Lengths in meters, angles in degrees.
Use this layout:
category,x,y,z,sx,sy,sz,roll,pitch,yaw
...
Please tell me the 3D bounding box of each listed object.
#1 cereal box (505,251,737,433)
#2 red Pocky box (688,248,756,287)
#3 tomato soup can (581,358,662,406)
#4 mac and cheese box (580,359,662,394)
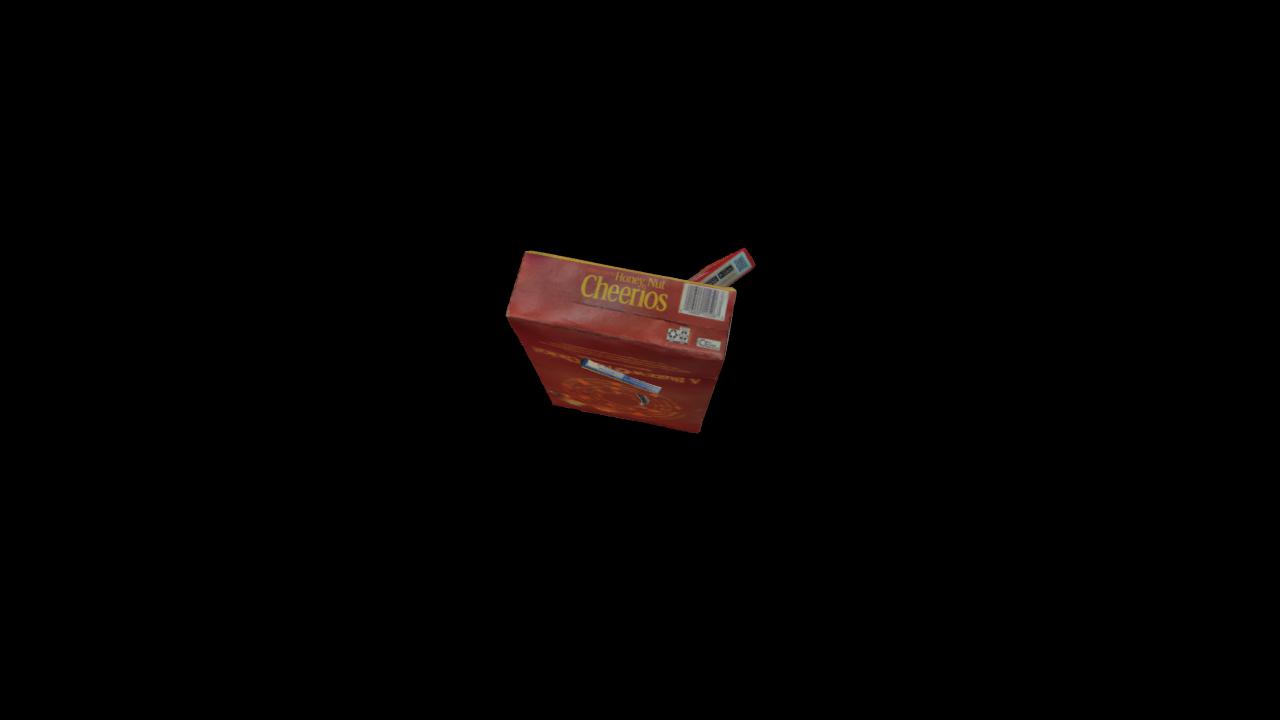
category,x,y,z,sx,sy,sz,roll,pitch,yaw
cereal box,-0.015,-0.002,0.688,0.203,0.081,0.306,11,-18,5
red Pocky box,0.048,-0.066,0.669,0.155,0.028,0.083,-37,8,-26
tomato soup can,0.019,-0.005,0.698,0.101,0.068,0.068,-41,8,-9
mac and cheese box,-0.031,-0.041,0.680,0.093,0.041,0.184,19,26,-25
